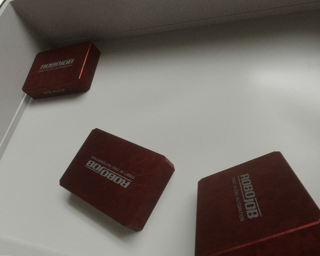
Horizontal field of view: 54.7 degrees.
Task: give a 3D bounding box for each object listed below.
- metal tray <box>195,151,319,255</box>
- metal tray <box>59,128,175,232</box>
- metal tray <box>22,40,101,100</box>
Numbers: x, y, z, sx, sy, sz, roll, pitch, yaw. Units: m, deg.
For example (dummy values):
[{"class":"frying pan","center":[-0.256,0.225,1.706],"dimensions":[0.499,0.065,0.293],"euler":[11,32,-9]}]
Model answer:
[{"class":"metal tray","center":[0.079,0.070,0.267],"dimensions":[0.090,0.030,0.130],"euler":[-23,11,14]},{"class":"metal tray","center":[-0.057,0.060,0.394],"dimensions":[0.130,0.030,0.090],"euler":[19,72,35]},{"class":"metal tray","center":[-0.177,-0.103,0.556],"dimensions":[0.130,0.030,0.090],"euler":[-5,59,25]}]
